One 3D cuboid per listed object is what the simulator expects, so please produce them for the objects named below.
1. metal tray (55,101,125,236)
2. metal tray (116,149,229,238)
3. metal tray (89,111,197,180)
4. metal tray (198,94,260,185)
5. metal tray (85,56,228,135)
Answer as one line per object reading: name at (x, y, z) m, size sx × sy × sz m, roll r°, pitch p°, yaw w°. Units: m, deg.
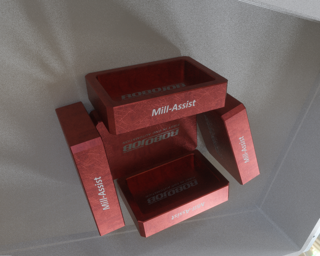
metal tray at (-0.078, 0.046, 0.351) m, size 0.030 × 0.090 × 0.129 m, roll -20°, pitch 126°, yaw -17°
metal tray at (0.017, 0.084, 0.427) m, size 0.131 × 0.090 × 0.030 m, roll -19°, pitch 126°, yaw -18°
metal tray at (-0.017, 0.005, 0.398) m, size 0.131 × 0.030 × 0.089 m, roll -18°, pitch 126°, yaw -18°
metal tray at (0.085, 0.006, 0.417) m, size 0.030 × 0.090 × 0.130 m, roll -31°, pitch 129°, yaw -8°
metal tray at (-0.005, -0.041, 0.337) m, size 0.131 × 0.090 × 0.030 m, roll -15°, pitch 125°, yaw -21°
